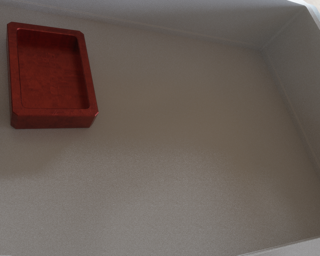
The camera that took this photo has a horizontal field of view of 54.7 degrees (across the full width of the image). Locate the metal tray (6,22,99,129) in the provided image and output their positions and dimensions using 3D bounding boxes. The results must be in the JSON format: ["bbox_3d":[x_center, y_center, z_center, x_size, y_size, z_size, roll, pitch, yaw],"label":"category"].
[{"bbox_3d":[-0.131,-0.063,0.370,0.091,0.030,0.130,-1,62,-29],"label":"metal tray"}]
